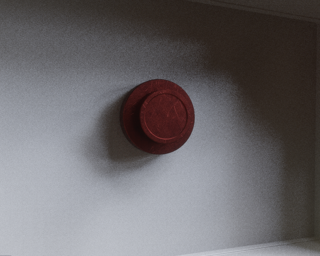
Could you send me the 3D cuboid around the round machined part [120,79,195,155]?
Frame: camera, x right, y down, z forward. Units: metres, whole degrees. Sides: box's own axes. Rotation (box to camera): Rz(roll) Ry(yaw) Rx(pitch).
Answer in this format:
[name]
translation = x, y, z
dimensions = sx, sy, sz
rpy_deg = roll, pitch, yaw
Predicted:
[round machined part]
translation = 0.001, -0.014, 0.398
dimensions = 0.099, 0.042, 0.097
rpy_deg = 0, 90, -20
